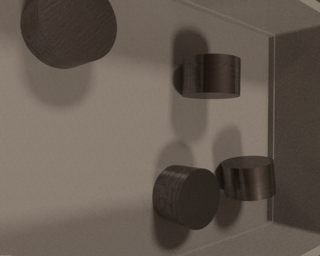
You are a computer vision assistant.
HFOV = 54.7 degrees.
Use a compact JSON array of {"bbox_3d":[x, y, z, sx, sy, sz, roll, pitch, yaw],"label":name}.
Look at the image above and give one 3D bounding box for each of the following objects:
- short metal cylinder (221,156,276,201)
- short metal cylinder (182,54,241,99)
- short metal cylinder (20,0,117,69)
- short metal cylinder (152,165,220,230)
[{"bbox_3d":[0.140,0.078,0.492,0.081,0.080,0.050,-12,98,-40],"label":"short metal cylinder"},{"bbox_3d":[0.071,-0.069,0.433,0.081,0.080,0.050,2,89,-40],"label":"short metal cylinder"},{"bbox_3d":[-0.092,-0.103,0.314,0.081,0.050,0.079,0,90,-40],"label":"short metal cylinder"},{"bbox_3d":[0.037,0.093,0.424,0.081,0.050,0.079,0,90,-40],"label":"short metal cylinder"}]
